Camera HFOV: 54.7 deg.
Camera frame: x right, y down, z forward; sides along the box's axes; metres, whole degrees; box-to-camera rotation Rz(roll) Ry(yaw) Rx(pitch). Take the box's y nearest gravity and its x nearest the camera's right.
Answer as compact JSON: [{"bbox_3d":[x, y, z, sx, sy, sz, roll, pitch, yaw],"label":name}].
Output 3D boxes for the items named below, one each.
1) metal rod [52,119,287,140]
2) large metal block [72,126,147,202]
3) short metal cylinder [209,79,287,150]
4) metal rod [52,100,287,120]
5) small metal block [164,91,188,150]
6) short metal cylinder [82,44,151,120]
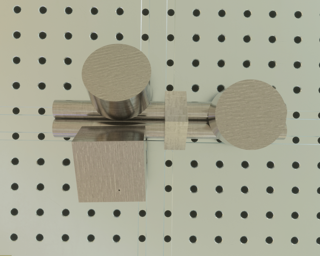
[{"bbox_3d":[0.013,0.002,0.410,0.302,0.025,0.025,1,90,0],"label":"metal rod"},{"bbox_3d":[-0.058,0.043,0.383,0.081,0.050,0.079,-1,110,0],"label":"large metal block"},{"bbox_3d":[0.102,-0.015,0.373,0.081,0.050,0.079,0,90,0],"label":"short metal cylinder"},{"bbox_3d":[0.013,-0.023,0.410,0.302,0.025,0.025,1,90,0],"label":"metal rod"},{"bbox_3d":[0.018,-0.009,0.369,0.025,0.050,0.050,1,48,0],"label":"small metal block"},{"bbox_3d":[-0.051,-0.056,0.383,0.081,0.050,0.080,0,66,-1],"label":"short metal cylinder"}]
